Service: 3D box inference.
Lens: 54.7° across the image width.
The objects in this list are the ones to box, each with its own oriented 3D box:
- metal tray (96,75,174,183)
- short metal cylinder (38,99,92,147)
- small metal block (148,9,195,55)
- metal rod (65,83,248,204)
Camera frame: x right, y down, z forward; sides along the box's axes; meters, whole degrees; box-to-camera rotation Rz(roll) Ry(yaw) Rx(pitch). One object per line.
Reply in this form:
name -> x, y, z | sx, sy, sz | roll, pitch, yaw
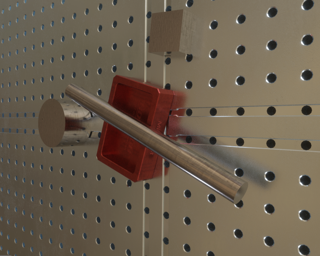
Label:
metal tray -> -0.038, -0.001, 0.435 | 0.090, 0.030, 0.129 | 23, 105, 37
short metal cylinder -> -0.161, -0.008, 0.523 | 0.080, 0.050, 0.079 | 0, 90, 39
small metal block -> 0.014, -0.120, 0.396 | 0.050, 0.025, 0.050 | 10, 96, 39
metal rod -> -0.028, 0.003, 0.390 | 0.300, 0.025, 0.025 | 29, 108, 35
